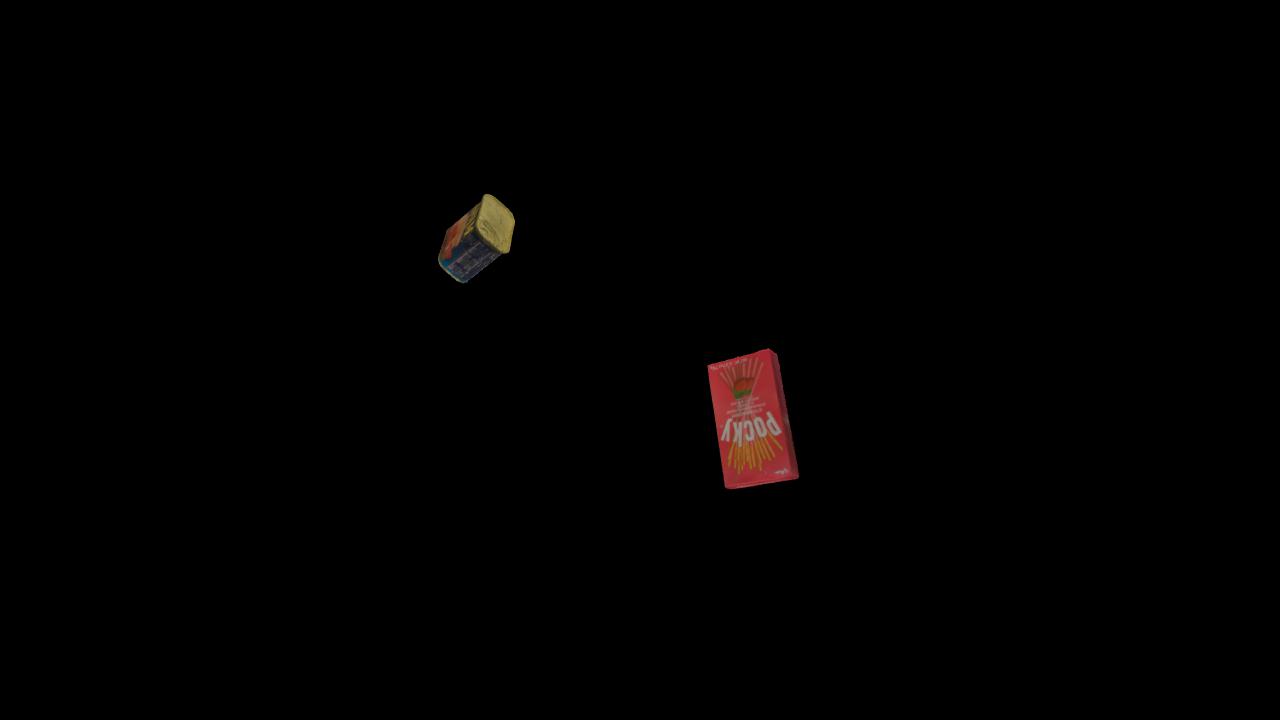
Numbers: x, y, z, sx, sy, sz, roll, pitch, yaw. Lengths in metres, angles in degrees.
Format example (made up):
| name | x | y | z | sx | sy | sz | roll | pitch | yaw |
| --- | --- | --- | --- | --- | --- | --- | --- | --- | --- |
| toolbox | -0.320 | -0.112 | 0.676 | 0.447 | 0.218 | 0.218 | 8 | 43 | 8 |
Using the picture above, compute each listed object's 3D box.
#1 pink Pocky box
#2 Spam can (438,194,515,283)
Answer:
| name | x | y | z | sx | sy | sz | roll | pitch | yaw |
| --- | --- | --- | --- | --- | --- | --- | --- | --- | --- |
| pink Pocky box | 0.132 | 0.070 | 0.731 | 0.084 | 0.155 | 0.029 | -16 | -21 | 27 |
| Spam can | -0.225 | -0.166 | 0.848 | 0.085 | 0.101 | 0.058 | -31 | -52 | 26 |
